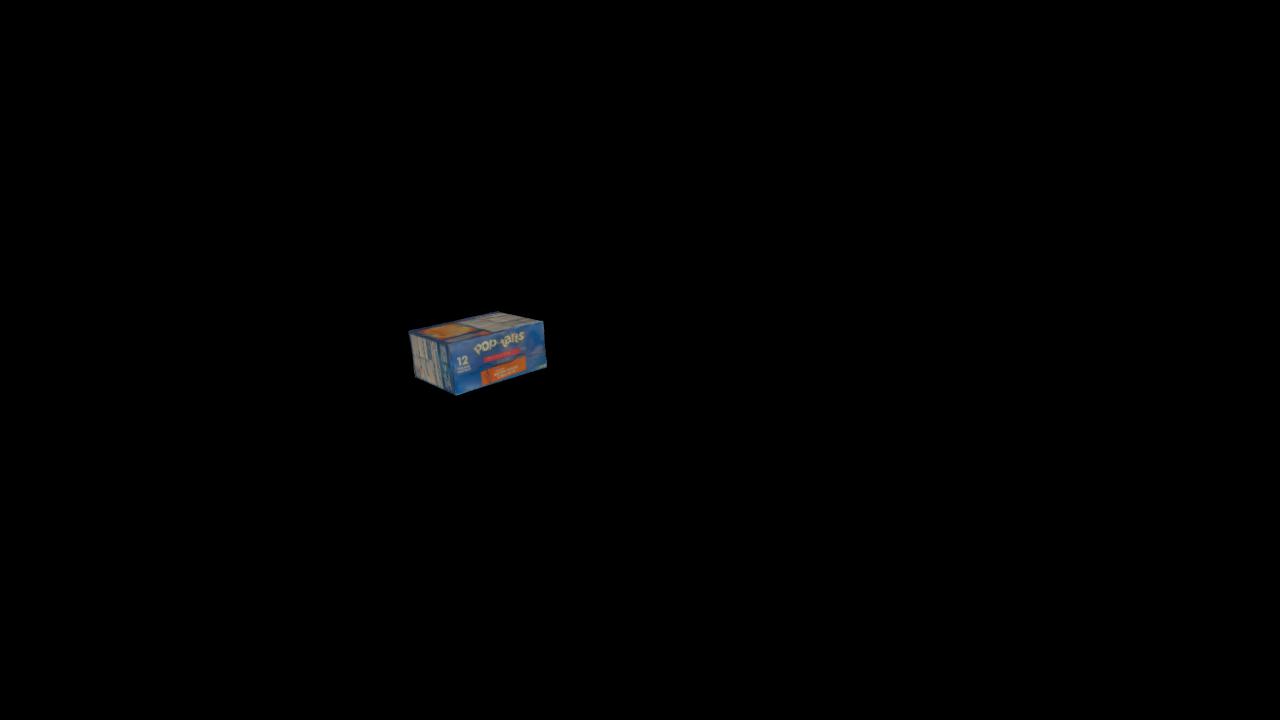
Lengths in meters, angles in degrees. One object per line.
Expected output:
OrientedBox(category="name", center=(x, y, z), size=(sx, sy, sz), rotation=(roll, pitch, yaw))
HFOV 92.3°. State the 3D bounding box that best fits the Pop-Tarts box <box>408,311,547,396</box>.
OrientedBox(category="Pop-Tarts box", center=(-0.258, -0.016, 0.986), size=(0.167, 0.083, 0.141), rotation=(-20, 23, -40))
